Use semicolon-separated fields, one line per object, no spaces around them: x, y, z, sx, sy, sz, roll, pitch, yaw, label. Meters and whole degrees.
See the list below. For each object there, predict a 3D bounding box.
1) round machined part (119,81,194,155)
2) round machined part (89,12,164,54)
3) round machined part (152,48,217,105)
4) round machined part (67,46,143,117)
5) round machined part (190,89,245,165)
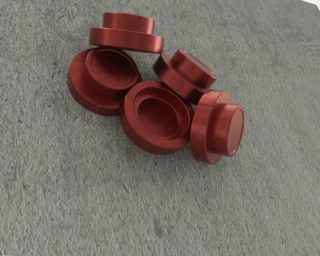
-0.006;-0.009;0.398;0.099;0.042;0.098;14;56;-21;round machined part
-0.043;-0.126;0.412;0.099;0.098;0.042;1;103;-28;round machined part
0.041;-0.075;0.436;0.098;0.042;0.098;33;21;-14;round machined part
-0.067;-0.067;0.402;0.099;0.042;0.098;14;56;-21;round machined part
0.080;0.000;0.404;0.042;0.097;0.098;12;44;29;round machined part
